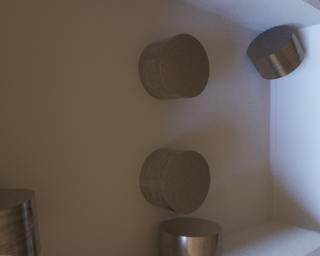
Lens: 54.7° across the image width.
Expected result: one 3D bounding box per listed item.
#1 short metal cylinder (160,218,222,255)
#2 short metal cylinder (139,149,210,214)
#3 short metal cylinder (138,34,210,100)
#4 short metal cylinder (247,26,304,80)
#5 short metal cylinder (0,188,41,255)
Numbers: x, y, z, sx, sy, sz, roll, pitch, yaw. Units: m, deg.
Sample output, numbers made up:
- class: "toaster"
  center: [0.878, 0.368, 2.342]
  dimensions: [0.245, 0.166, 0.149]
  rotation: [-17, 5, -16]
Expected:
- class: "short metal cylinder"
  center: [0.040, 0.154, 0.405]
  dimensions: [0.081, 0.080, 0.050]
  rotation: [1, 90, -40]
- class: "short metal cylinder"
  center: [0.020, 0.068, 0.407]
  dimensions: [0.081, 0.050, 0.080]
  rotation: [0, 90, -40]
- class: "short metal cylinder"
  center: [0.019, -0.078, 0.406]
  dimensions: [0.081, 0.050, 0.080]
  rotation: [0, 90, -40]
- class: "short metal cylinder"
  center: [0.200, -0.130, 0.538]
  dimensions: [0.050, 0.080, 0.080]
  rotation: [46, 63, -31]
- class: "short metal cylinder"
  center: [-0.142, 0.085, 0.252]
  dimensions: [0.081, 0.080, 0.050]
  rotation: [-8, 96, -40]
